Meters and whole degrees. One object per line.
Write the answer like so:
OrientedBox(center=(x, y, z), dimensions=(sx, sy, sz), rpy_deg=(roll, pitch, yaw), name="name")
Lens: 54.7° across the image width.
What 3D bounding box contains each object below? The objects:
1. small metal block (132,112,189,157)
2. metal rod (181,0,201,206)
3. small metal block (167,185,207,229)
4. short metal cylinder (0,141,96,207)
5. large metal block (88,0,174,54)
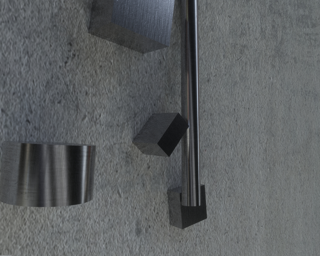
OrientedBox(center=(0.001, 0.008, 0.391), dimensions=(0.025, 0.050, 0.050), rpy_deg=(50, 60, -29), name="small metal block")
OrientedBox(center=(0.041, -0.047, 0.424), dimensions=(0.025, 0.025, 0.298), rpy_deg=(6, 81, -40), name="metal rod")
OrientedBox(center=(0.039, 0.109, 0.440), dimensions=(0.050, 0.025, 0.050), rpy_deg=(-8, 95, -40), name="small metal block")
OrientedBox(center=(-0.101, 0.039, 0.285), dimensions=(0.081, 0.080, 0.050), rpy_deg=(5, 87, -40), name="short metal cylinder")
OrientedBox(center=(-0.031, -0.142, 0.364), dimensions=(0.081, 0.050, 0.080), rpy_deg=(11, 83, -40), name="large metal block")
